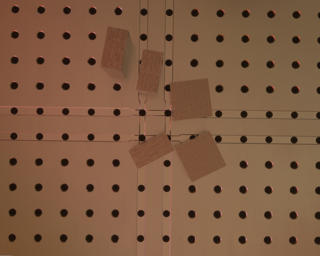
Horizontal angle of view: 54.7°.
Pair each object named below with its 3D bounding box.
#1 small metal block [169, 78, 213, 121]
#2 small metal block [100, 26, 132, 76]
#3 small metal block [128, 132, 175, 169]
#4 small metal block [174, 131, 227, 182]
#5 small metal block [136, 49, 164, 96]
[{"bbox_3d":[0.040,-0.037,0.414,0.050,0.025,0.050,-7,90,-1],"label":"small metal block"},{"bbox_3d":[-0.055,-0.097,0.400,0.025,0.050,0.050,11,90,0],"label":"small metal block"},{"bbox_3d":[-0.010,0.027,0.401,0.050,0.050,0.025,-27,90,0],"label":"small metal block"},{"bbox_3d":[0.053,0.037,0.414,0.050,0.025,0.050,-26,90,-1],"label":"small metal block"},{"bbox_3d":[-0.012,-0.070,0.401,0.025,0.050,0.050,10,90,0],"label":"small metal block"}]
